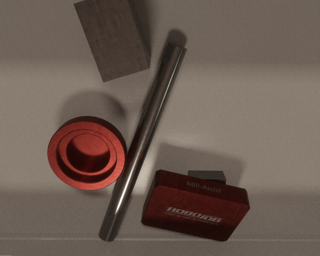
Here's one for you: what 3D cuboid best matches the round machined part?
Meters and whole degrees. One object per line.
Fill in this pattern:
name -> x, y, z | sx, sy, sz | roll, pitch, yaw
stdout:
round machined part -> -0.093, 0.030, 0.412 | 0.099, 0.042, 0.097 | 0, 110, -1

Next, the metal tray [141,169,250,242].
metal tray -> 0.047, 0.112, 0.436 | 0.131, 0.030, 0.089 | 14, 128, -6

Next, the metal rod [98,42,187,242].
metal rod -> -0.030, 0.032, 0.422 | 0.025, 0.025, 0.298 | 19, 109, -7

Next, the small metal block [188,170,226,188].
small metal block -> 0.065, 0.089, 0.445 | 0.050, 0.025, 0.050 | 1, 110, -1

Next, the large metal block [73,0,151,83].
large metal block -> -0.047, -0.103, 0.343 | 0.050, 0.080, 0.080 | -16, 110, 5
